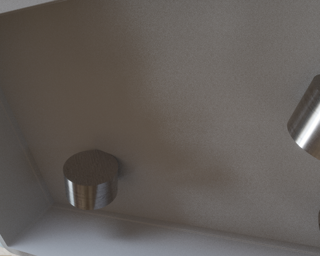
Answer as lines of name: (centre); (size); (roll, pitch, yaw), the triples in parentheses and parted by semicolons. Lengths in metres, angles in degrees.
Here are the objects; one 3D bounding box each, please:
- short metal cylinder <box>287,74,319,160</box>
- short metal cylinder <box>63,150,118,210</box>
short metal cylinder: (0.166, -0.007, 0.281); (0.080, 0.080, 0.050); (25, 127, 13)
short metal cylinder: (-0.105, 0.078, 0.477); (0.080, 0.080, 0.050); (18, 126, 17)
